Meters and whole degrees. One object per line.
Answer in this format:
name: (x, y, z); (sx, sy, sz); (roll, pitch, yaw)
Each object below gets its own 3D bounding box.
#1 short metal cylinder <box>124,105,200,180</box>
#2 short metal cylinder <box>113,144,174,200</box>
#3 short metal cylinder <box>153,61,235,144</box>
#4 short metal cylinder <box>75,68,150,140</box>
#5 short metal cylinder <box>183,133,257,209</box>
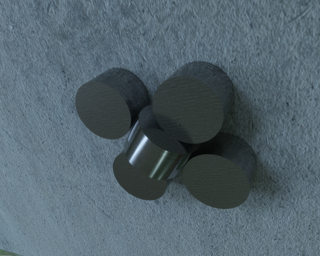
short metal cylinder: (0.003, 0.016, 0.380); (0.080, 0.080, 0.050); (34, 129, 5)
short metal cylinder: (-0.018, 0.053, 0.432); (0.080, 0.050, 0.079); (13, 124, 20)
short metal cylinder: (0.039, -0.029, 0.350); (0.080, 0.050, 0.079); (13, 124, 20)
short metal cylinder: (-0.061, -0.032, 0.402); (0.080, 0.050, 0.079); (13, 124, 20)
short metal cylinder: (0.075, 0.052, 0.383); (0.080, 0.050, 0.079); (13, 124, 20)
